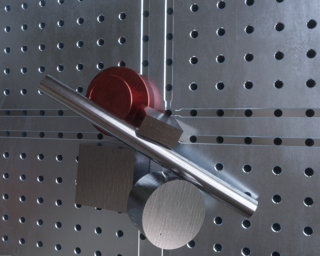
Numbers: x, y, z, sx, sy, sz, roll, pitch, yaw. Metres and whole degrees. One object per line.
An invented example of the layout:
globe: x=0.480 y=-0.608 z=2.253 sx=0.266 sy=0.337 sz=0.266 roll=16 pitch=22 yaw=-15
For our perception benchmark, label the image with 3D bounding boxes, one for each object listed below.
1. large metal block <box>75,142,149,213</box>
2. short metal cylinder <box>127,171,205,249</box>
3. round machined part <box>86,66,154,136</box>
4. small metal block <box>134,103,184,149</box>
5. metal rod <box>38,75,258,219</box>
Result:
large metal block: x=-0.063 y=0.063 z=0.418 sx=0.080 sy=0.050 sz=0.079 roll=5 pitch=92 yaw=19
short metal cylinder: x=0.007 y=0.097 z=0.373 sx=0.081 sy=0.050 sz=0.079 roll=-2 pitch=94 yaw=-25
round machined part: x=-0.061 y=-0.036 z=0.424 sx=0.098 sy=0.042 sz=0.097 roll=0 pitch=90 yaw=19
small metal block: x=-0.003 y=-0.003 z=0.389 sx=0.050 sy=0.050 sz=0.025 roll=24 pitch=103 yaw=-17
metal rod: x=-0.017 y=0.021 z=0.383 sx=0.301 sy=0.025 sz=0.025 roll=31 pitch=100 yaw=4
